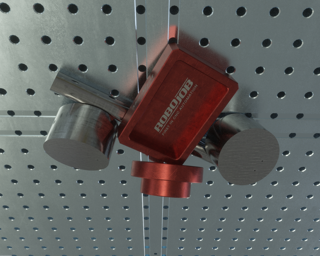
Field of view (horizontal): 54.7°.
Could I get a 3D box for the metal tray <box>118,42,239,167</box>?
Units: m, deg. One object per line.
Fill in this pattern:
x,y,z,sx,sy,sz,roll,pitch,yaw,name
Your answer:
0.019,-0.023,0.370,0.090,0.030,0.129,25,112,-20,metal tray

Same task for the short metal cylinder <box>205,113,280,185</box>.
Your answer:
0.105,0.027,0.403,0.081,0.050,0.079,-4,114,-10,short metal cylinder

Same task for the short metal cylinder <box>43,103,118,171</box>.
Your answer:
-0.097,0.013,0.390,0.080,0.050,0.080,8,147,5,short metal cylinder

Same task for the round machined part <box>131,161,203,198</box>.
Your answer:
0.009,0.071,0.425,0.099,0.042,0.098,6,173,1,round machined part

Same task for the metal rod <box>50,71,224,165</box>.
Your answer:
0.004,0.005,0.415,0.302,0.025,0.025,25,126,-20,metal rod
